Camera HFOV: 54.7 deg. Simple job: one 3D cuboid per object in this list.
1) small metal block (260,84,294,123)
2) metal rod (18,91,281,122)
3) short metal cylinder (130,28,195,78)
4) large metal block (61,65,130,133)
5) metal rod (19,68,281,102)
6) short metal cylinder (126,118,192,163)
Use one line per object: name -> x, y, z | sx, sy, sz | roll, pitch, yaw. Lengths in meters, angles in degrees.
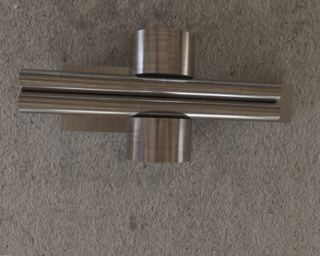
small metal block -> 0.146, -0.033, 0.413 | 0.050, 0.025, 0.050 | 3, 90, 0
metal rod -> -0.005, -0.024, 0.366 | 0.302, 0.025, 0.025 | 2, 90, -8
short metal cylinder -> 0.003, -0.086, 0.384 | 0.081, 0.080, 0.050 | 2, 90, 0
large metal block -> -0.078, -0.035, 0.398 | 0.081, 0.050, 0.080 | 2, 90, 0
metal rod -> -0.004, -0.049, 0.366 | 0.302, 0.025, 0.025 | 2, 90, -8
short metal cylinder -> -0.001, 0.013, 0.384 | 0.081, 0.080, 0.050 | 2, 90, 0
